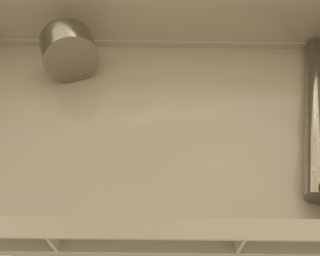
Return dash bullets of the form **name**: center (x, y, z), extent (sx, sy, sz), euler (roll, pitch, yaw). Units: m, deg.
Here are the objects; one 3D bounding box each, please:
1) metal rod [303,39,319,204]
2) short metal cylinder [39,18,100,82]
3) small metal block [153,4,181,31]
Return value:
- **metal rod**: center (0.217, -0.032, 0.434), extent (0.025, 0.025, 0.300), euler (14, 51, 11)
- **short metal cylinder**: center (-0.136, -0.116, 0.465), extent (0.081, 0.080, 0.050), euler (-16, 52, -13)
- **small metal block**: center (0.013, -0.209, 0.583), extent (0.050, 0.025, 0.050), euler (1, 50, 0)
